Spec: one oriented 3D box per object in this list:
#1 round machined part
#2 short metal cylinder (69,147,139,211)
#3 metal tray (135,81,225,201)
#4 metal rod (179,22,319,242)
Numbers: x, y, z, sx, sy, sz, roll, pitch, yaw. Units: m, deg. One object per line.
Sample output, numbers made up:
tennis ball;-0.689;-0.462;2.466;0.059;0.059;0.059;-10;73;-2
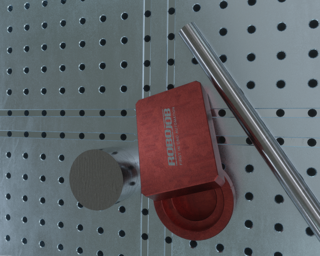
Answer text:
round machined part;0.045;0.085;0.388;0.098;0.042;0.097;0;90;20
short metal cylinder;-0.075;0.067;0.426;0.080;0.050;0.080;0;90;20
metal tray;0.020;0.015;0.375;0.090;0.030;0.130;-17;60;19
metal rod;0.112;-0.003;0.372;0.025;0.025;0.299;-35;79;17
